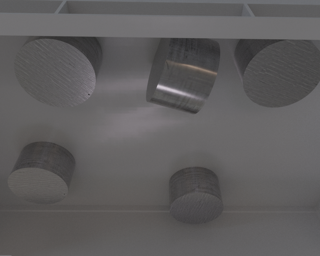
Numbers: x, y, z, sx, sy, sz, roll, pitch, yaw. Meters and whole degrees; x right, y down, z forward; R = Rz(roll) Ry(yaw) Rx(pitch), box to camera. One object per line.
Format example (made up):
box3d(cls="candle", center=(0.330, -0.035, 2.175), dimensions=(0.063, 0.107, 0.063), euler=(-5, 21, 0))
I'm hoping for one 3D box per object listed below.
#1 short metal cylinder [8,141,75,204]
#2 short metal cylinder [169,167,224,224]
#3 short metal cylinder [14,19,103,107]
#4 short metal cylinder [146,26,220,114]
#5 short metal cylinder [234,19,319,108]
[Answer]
box3d(cls="short metal cylinder", center=(-0.168, 0.066, 0.447), dimensions=(0.081, 0.050, 0.079), euler=(0, 130, 0))
box3d(cls="short metal cylinder", center=(0.055, 0.106, 0.483), dimensions=(0.081, 0.050, 0.079), euler=(0, 130, 0))
box3d(cls="short metal cylinder", center=(-0.106, -0.069, 0.333), dimensions=(0.081, 0.050, 0.079), euler=(0, 130, 0))
box3d(cls="short metal cylinder", center=(0.021, -0.059, 0.323), dimensions=(0.050, 0.080, 0.079), euler=(15, 129, -12))
box3d(cls="short metal cylinder", center=(0.125, -0.069, 0.335), dimensions=(0.081, 0.050, 0.079), euler=(0, 130, 0))
